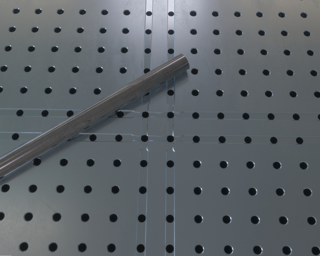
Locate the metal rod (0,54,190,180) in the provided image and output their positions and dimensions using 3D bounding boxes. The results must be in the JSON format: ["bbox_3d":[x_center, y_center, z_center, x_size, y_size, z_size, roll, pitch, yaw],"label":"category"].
[{"bbox_3d":[-0.090,-0.018,0.417,0.301,0.025,0.025,-32,73,-11],"label":"metal rod"}]
